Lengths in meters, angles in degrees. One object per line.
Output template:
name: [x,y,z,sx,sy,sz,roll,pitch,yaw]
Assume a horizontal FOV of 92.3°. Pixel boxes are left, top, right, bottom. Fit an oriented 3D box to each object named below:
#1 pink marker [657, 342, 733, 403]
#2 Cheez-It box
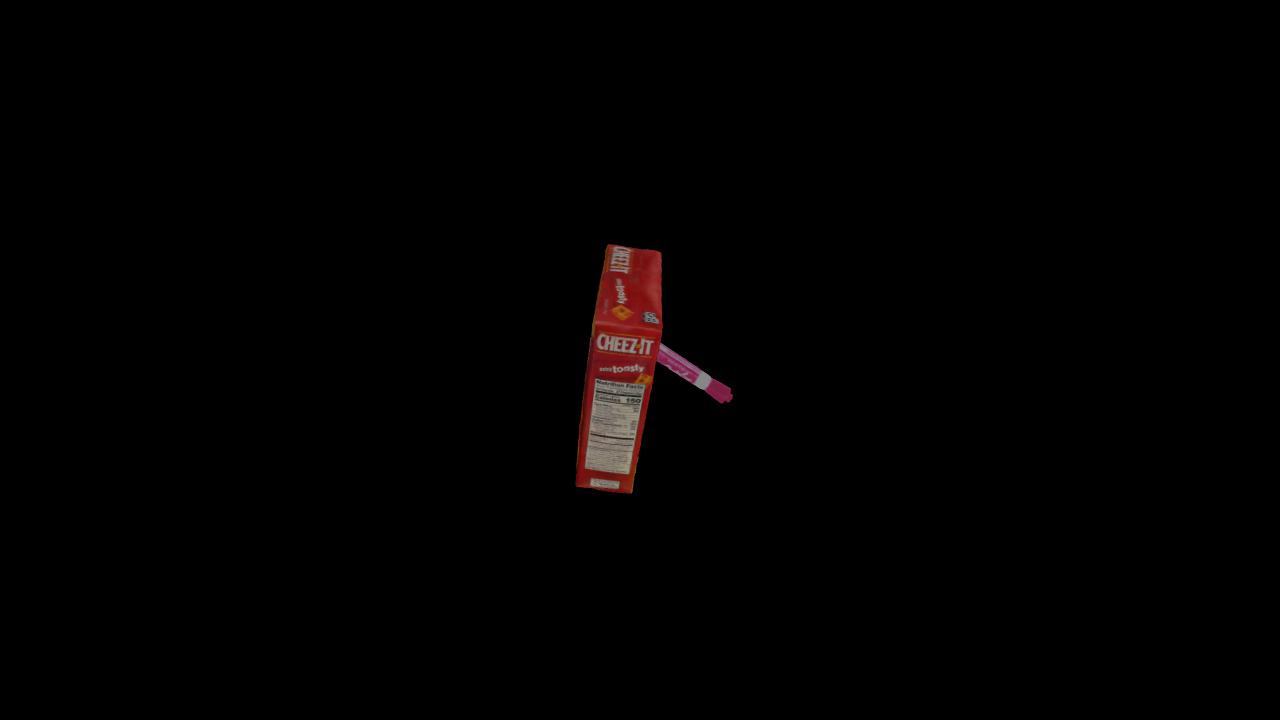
pink marker: [0.043,0.007,0.632,0.121,0.020,0.020,33,-1,-2]
Cheez-It box: [-0.024,0.010,0.675,0.071,0.223,0.166,7,36,-5]
